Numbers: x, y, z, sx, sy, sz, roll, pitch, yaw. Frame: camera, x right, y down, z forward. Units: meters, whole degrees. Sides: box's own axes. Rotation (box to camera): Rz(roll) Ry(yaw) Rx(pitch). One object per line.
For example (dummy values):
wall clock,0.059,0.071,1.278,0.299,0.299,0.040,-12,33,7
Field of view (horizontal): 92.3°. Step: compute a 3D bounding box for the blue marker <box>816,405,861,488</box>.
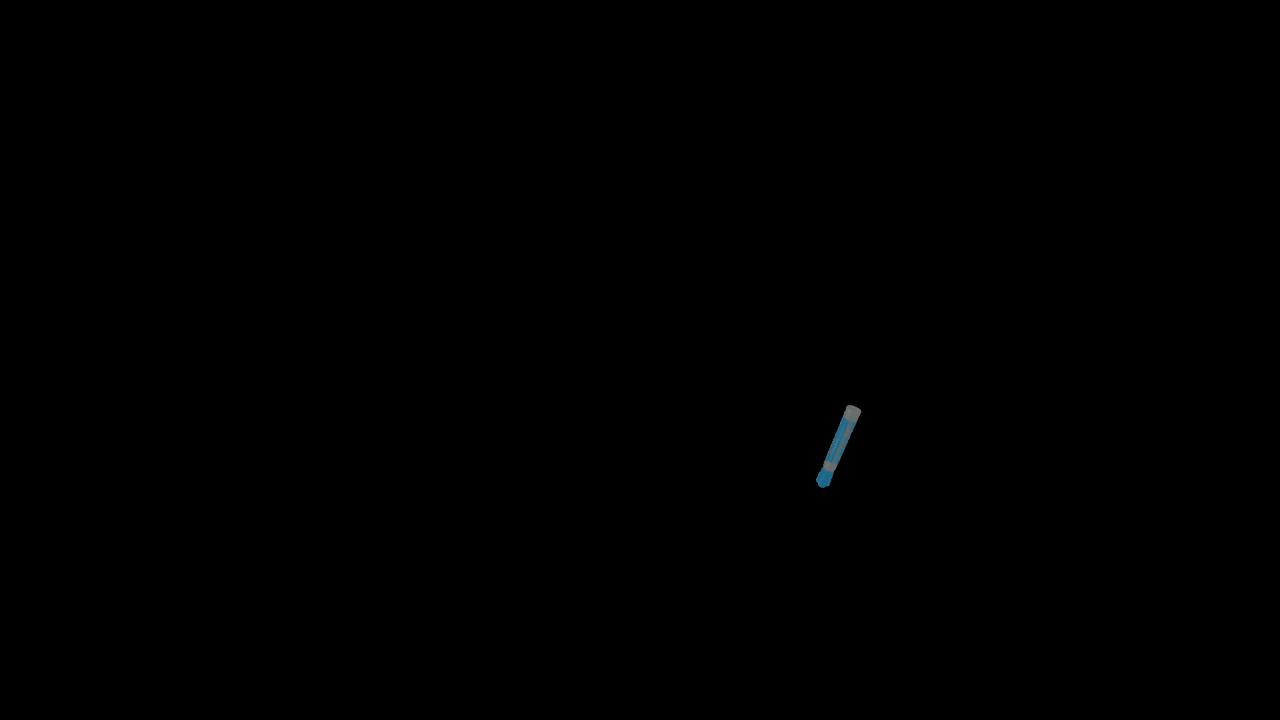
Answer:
blue marker,0.259,0.116,0.807,0.020,0.121,0.020,13,21,-5
